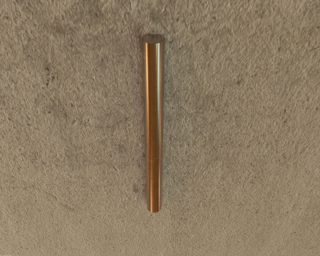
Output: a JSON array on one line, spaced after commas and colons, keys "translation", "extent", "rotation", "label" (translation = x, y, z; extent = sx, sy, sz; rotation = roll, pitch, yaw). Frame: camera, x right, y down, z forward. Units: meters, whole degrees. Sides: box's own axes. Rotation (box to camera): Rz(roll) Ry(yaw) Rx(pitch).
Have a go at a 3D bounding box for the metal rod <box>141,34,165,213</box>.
[{"translation": [-0.008, 0.019, 0.424], "extent": [0.025, 0.025, 0.298], "rotation": [0, 130, -1], "label": "metal rod"}]
